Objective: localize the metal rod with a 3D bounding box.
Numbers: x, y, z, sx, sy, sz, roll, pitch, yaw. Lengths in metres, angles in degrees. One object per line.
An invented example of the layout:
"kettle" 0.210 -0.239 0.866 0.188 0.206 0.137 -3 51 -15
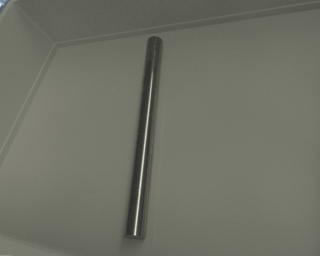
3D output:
"metal rod" -0.018 -0.008 0.420 0.025 0.025 0.300 -10 57 23
